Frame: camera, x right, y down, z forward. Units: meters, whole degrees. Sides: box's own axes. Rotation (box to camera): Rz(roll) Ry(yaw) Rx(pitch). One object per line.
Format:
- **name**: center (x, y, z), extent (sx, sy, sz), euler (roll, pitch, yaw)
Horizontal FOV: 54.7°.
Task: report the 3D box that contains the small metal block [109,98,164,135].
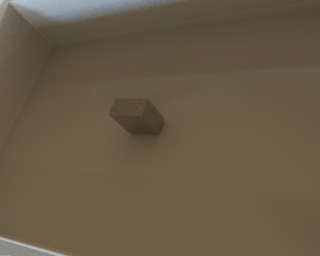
- **small metal block**: center (-0.030, -0.015, 0.409), extent (0.050, 0.050, 0.025), euler (3, 63, 29)
